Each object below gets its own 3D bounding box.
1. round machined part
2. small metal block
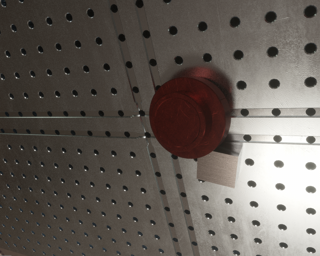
[{"bbox_3d":[0.029,-0.010,0.361,0.098,0.042,0.097,8,106,28],"label":"round machined part"},{"bbox_3d":[0.076,0.045,0.398,0.050,0.025,0.050,12,123,21],"label":"small metal block"}]
